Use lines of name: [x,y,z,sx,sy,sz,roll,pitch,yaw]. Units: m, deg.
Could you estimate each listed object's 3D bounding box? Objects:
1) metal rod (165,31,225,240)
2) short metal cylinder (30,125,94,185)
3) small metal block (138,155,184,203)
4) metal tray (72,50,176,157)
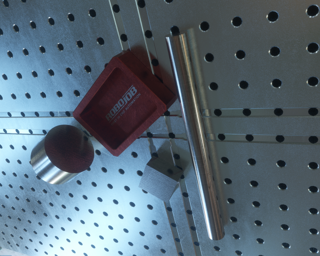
metal rod: [0.051,0.028,0.401,0.025,0.025,0.298,0,119,28]
short metal cylinder: [-0.151,0.041,0.481,0.050,0.080,0.080,-35,99,38]
small metal block: [0.001,0.076,0.458,0.050,0.025,0.050,28,128,10]
metal tray: [-0.053,-0.028,0.418,0.090,0.030,0.129,45,129,-3]
